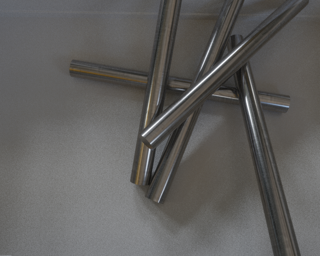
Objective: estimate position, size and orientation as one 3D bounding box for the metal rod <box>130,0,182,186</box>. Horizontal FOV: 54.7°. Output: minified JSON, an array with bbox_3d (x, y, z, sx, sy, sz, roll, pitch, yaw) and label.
[{"bbox_3d":[0.001,-0.078,0.374,0.025,0.025,0.298,10,95,3],"label":"metal rod"}]

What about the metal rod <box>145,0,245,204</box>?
[{"bbox_3d":[0.050,-0.048,0.402,0.025,0.025,0.299,21,81,7],"label":"metal rod"}]

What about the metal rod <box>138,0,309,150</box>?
[{"bbox_3d":[0.090,-0.082,0.390,0.025,0.025,0.301,43,73,14],"label":"metal rod"}]

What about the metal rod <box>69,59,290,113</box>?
[{"bbox_3d":[0.025,-0.059,0.431,0.302,0.025,0.025,10,70,3],"label":"metal rod"}]

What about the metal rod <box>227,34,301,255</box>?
[{"bbox_3d":[0.117,0.007,0.370,0.025,0.025,0.299,-4,62,-2],"label":"metal rod"}]
